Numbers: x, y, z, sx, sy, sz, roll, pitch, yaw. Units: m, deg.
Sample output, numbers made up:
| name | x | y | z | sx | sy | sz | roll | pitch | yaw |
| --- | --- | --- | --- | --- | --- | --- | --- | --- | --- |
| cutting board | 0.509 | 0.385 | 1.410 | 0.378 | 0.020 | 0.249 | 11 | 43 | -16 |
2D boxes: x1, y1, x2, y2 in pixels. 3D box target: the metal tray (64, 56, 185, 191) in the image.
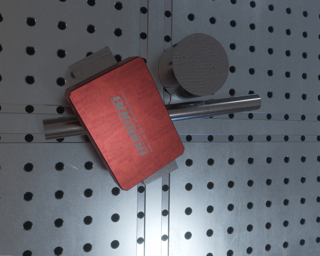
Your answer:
| name | x | y | z | sx | sy | sz | roll | pitch | yaw |
| --- | --- | --- | --- | --- | --- | --- | --- | --- | --- |
| metal tray | -0.037 | -0.005 | 0.356 | 0.091 | 0.030 | 0.129 | -32 | 112 | -17 |

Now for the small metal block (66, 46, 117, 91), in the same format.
| name | x | y | z | sx | sy | sz | roll | pitch | yaw |
| --- | --- | --- | --- | --- | --- | --- | --- | --- | --- |
| small metal block | -0.082 | -0.070 | 0.369 | 0.050 | 0.050 | 0.025 | -33 | 101 | -17 |

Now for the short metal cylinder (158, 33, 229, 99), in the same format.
| name | x | y | z | sx | sy | sz | roll | pitch | yaw |
| --- | --- | --- | --- | --- | --- | --- | --- | --- | --- |
| short metal cylinder | 0.044 | -0.081 | 0.416 | 0.081 | 0.050 | 0.079 | 0 | 90 | -21 |

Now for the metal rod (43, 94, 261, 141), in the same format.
| name | x | y | z | sx | sy | sz | roll | pitch | yaw |
| --- | --- | --- | --- | --- | --- | --- | --- | --- | --- |
| metal rod | 0.005 | -0.019 | 0.415 | 0.303 | 0.025 | 0.025 | -8 | 93 | -20 |

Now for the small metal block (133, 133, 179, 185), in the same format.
| name | x | y | z | sx | sy | sz | roll | pitch | yaw |
| --- | --- | --- | --- | --- | --- | --- | --- | --- | --- |
| small metal block | -0.011 | 0.040 | 0.408 | 0.050 | 0.025 | 0.050 | -25 | 99 | -19 |
